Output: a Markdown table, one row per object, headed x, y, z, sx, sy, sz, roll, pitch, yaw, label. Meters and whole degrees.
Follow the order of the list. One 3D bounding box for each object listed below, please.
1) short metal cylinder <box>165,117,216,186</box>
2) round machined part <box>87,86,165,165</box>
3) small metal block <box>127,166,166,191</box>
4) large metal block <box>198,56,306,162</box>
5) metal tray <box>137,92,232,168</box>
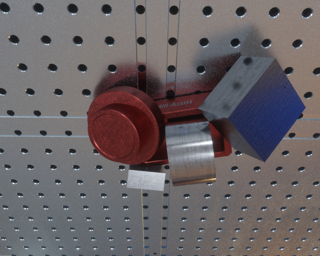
| x | y | z | sx | sy | sz | roll | pitch | yaw | label |
| --- | --- | --- | --- | --- | --- | --- | --- | --- | --- |
| 0.037 | 0.029 | 0.379 | 0.050 | 0.080 | 0.080 | -7 | 130 | 5 | short metal cylinder |
| -0.047 | 0.002 | 0.372 | 0.098 | 0.042 | 0.097 | 10 | 117 | 20 | round machined part |
| -0.020 | 0.069 | 0.446 | 0.050 | 0.050 | 0.025 | 6 | 96 | -5 | small metal block |
| 0.104 | -0.022 | 0.347 | 0.080 | 0.050 | 0.080 | -51 | 121 | -8 | large metal block |
| 0.025 | 0.004 | 0.409 | 0.131 | 0.030 | 0.090 | -9 | 130 | 7 | metal tray |
